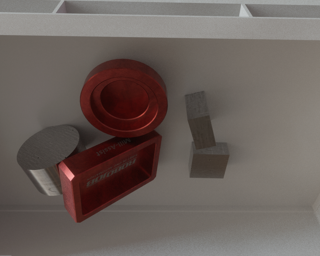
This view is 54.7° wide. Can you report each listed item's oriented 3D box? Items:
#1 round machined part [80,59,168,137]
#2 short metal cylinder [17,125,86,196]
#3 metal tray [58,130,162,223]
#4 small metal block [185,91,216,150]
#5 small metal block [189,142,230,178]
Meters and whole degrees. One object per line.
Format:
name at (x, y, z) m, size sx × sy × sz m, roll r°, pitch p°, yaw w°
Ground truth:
round machined part at (-0.040, -0.038, 0.365) m, size 0.099 × 0.042 × 0.097 m, roll -1°, pitch 130°, yaw 0°
short metal cylinder at (-0.136, 0.041, 0.406) m, size 0.080 × 0.080 × 0.050 m, roll -9°, pitch 130°, yaw 7°
metal tray at (-0.060, 0.056, 0.402) m, size 0.131 × 0.030 × 0.089 m, roll -25°, pitch 140°, yaw -33°
small metal block at (0.050, -0.010, 0.385) m, size 0.025 × 0.050 × 0.050 m, roll -12°, pitch 129°, yaw 10°
small metal block at (0.070, 0.047, 0.450) m, size 0.050 × 0.025 × 0.050 m, roll 2°, pitch 130°, yaw -2°
